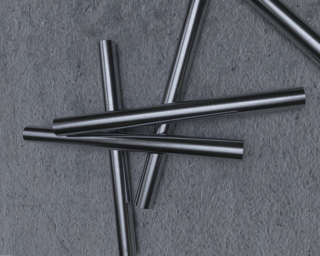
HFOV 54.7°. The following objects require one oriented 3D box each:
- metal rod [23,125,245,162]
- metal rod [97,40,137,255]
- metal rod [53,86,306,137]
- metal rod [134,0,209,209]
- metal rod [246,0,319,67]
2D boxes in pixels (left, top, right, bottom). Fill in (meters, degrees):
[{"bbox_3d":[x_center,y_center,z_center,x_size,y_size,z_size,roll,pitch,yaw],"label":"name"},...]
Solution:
[{"bbox_3d":[-0.047,0.017,0.397,0.301,0.025,0.025,3,91,19],"label":"metal rod"},{"bbox_3d":[-0.060,0.029,0.429,0.025,0.025,0.298,-7,88,20],"label":"metal rod"},{"bbox_3d":[0.014,-0.018,0.378,0.301,0.025,0.025,-7,88,10],"label":"metal rod"},{"bbox_3d":[0.016,-0.040,0.403,0.025,0.025,0.298,17,96,19],"label":"metal rod"},{"bbox_3d":[0.165,-0.102,0.350,0.025,0.025,0.300,-45,76,14],"label":"metal rod"}]
